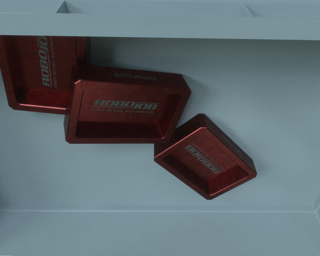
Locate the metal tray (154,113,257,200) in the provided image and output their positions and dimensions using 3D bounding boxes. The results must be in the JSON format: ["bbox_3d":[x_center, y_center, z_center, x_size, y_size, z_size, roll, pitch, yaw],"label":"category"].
[{"bbox_3d":[0.066,0.047,0.446,0.090,0.030,0.130,-35,123,26],"label":"metal tray"}]

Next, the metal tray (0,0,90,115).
[{"bbox_3d":[-0.124,-0.075,0.339,0.091,0.030,0.129,6,130,-6],"label":"metal tray"}]

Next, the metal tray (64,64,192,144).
[{"bbox_3d":[-0.039,-0.023,0.361,0.131,0.030,0.089,1,133,-24],"label":"metal tray"}]
